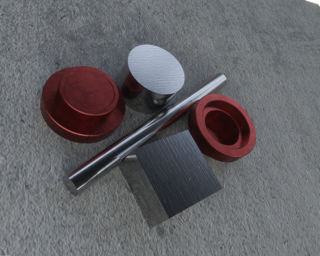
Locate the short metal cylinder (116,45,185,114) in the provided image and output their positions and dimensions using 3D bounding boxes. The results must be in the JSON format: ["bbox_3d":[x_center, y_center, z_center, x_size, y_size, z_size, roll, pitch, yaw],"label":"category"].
[{"bbox_3d":[-0.014,-0.065,0.421,0.081,0.050,0.080,14,56,-21],"label":"short metal cylinder"}]

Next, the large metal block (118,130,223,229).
[{"bbox_3d":[0.011,0.058,0.361,0.081,0.050,0.080,-19,72,-35],"label":"large metal block"}]

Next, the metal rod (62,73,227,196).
[{"bbox_3d":[0.003,-0.009,0.413,0.025,0.025,0.302,49,51,6],"label":"metal rod"}]

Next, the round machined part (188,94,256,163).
[{"bbox_3d":[0.082,0.004,0.436,0.099,0.042,0.098,14,56,-21],"label":"round machined part"}]

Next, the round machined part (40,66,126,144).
[{"bbox_3d":[-0.087,-0.034,0.368,0.099,0.042,0.098,14,56,-21],"label":"round machined part"}]
